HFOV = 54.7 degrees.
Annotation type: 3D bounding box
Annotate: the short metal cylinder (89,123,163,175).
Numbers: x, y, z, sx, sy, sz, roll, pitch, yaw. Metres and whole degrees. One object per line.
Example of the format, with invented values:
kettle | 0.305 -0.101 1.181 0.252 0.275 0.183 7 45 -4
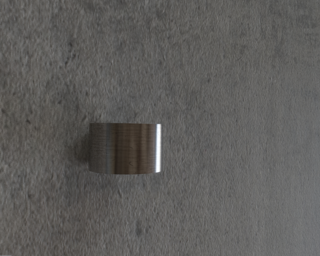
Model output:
short metal cylinder | -0.037 0.020 0.340 0.081 0.080 0.050 1 89 -40
